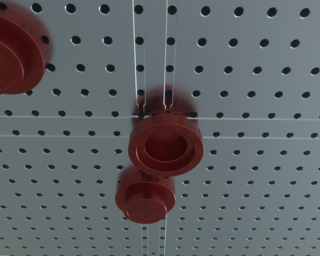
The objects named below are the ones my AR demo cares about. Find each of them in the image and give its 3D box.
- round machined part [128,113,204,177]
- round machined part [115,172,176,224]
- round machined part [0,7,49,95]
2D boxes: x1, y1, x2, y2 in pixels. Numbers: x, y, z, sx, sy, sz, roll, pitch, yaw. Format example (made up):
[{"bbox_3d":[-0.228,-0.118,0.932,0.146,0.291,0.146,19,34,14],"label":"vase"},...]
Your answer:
[{"bbox_3d":[0.008,0.018,0.416,0.099,0.042,0.097,-1,130,0],"label":"round machined part"},{"bbox_3d":[-0.023,0.119,0.502,0.099,0.042,0.097,-1,130,0],"label":"round machined part"},{"bbox_3d":[-0.176,-0.076,0.333,0.099,0.042,0.097,-1,130,0],"label":"round machined part"}]
